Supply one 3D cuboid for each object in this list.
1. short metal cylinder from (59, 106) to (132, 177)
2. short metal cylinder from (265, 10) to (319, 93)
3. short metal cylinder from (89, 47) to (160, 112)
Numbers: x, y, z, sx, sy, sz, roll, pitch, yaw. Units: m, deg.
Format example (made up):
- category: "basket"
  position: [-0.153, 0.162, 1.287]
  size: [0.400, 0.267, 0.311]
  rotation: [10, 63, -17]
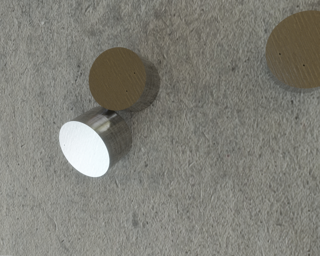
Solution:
- category: "short metal cylinder"
  position: [-0.084, 0.017, 0.409]
  size: [0.080, 0.050, 0.079]
  rotation: [14, 121, 25]
- category: "short metal cylinder"
  position: [0.159, -0.080, 0.340]
  size: [0.080, 0.050, 0.080]
  rotation: [0, 90, 20]
- category: "short metal cylinder"
  position: [-0.046, -0.062, 0.412]
  size: [0.080, 0.050, 0.080]
  rotation: [0, 90, 20]
